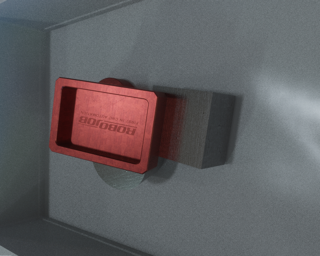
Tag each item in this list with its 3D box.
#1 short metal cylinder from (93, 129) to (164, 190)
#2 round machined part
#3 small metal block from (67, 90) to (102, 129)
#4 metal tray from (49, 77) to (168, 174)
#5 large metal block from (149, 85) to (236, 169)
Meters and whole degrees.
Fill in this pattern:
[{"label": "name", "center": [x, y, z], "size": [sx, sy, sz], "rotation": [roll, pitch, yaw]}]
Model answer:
[{"label": "short metal cylinder", "center": [-0.041, 0.034, 0.405], "size": [0.080, 0.050, 0.079], "rotation": [7, 106, 26]}, {"label": "round machined part", "center": [-0.078, -0.026, 0.455], "size": [0.098, 0.042, 0.097], "rotation": [0, 90, 39]}, {"label": "small metal block", "center": [-0.108, -0.025, 0.420], "size": [0.025, 0.050, 0.050], "rotation": [16, 100, 38]}, {"label": "metal tray", "center": [-0.063, -0.006, 0.359], "size": [0.130, 0.030, 0.089], "rotation": [11, 97, 19]}, {"label": "large metal block", "center": [0.033, -0.004, 0.358], "size": [0.080, 0.050, 0.079], "rotation": [13, 98, 39]}]
